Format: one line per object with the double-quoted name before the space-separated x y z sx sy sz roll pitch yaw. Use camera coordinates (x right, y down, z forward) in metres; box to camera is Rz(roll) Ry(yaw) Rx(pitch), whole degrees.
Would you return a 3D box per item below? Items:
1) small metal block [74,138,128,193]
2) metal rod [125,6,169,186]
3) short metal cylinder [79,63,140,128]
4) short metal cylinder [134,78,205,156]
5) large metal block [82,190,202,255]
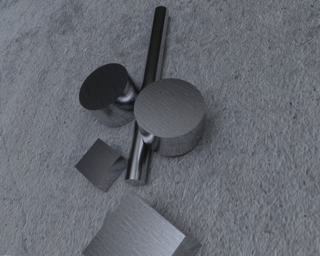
"small metal block" -0.077 0.049 0.413 0.050 0.025 0.050 32 79 37
"metal rod" -0.014 -0.064 0.448 0.025 0.025 0.299 -7 59 24
"short metal cylinder" -0.069 -0.047 0.451 0.080 0.050 0.080 -13 56 21
"short metal cylinder" 0.013 -0.013 0.373 0.080 0.050 0.080 -3 61 5
"large metal block" -0.018 0.125 0.320 0.080 0.050 0.080 31 79 37
